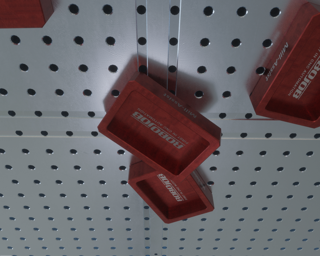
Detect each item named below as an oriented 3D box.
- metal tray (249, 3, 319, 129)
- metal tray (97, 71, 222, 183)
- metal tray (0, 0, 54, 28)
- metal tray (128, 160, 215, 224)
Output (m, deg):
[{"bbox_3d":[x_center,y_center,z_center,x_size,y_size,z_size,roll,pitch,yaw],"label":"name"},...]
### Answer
[{"bbox_3d":[0.174,-0.064,0.354,0.091,0.030,0.129,12,129,-11],"label":"metal tray"},{"bbox_3d":[-0.001,0.003,0.388,0.130,0.030,0.090,35,123,-8],"label":"metal tray"},{"bbox_3d":[-0.157,-0.156,0.274,0.090,0.030,0.129,-1,130,0],"label":"metal tray"},{"bbox_3d":[0.020,0.096,0.489,0.090,0.030,0.130,-22,127,17],"label":"metal tray"}]
